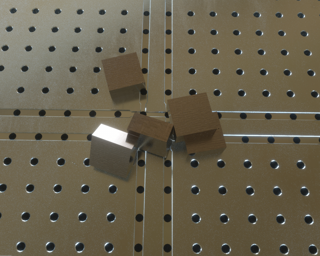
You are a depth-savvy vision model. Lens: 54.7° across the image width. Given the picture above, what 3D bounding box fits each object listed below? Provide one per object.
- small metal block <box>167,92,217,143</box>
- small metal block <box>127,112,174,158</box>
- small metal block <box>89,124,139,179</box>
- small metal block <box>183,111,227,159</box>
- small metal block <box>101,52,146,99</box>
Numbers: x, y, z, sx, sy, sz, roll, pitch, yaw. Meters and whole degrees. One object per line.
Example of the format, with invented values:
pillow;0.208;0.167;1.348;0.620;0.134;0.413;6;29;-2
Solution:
small metal block;0.039;-0.013;0.390;0.050;0.025;0.050;-11;71;-5
small metal block;-0.011;0.010;0.392;0.050;0.050;0.025;18;64;9
small metal block;-0.058;0.029;0.384;0.050;0.050;0.025;19;37;6
small metal block;0.055;0.010;0.409;0.050;0.025;0.050;-10;71;-4
small metal block;-0.051;-0.074;0.438;0.050;0.025;0.050;-15;71;-6
